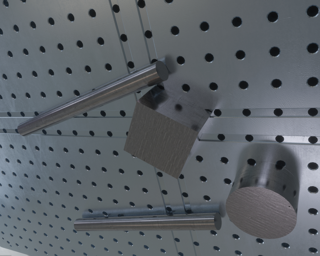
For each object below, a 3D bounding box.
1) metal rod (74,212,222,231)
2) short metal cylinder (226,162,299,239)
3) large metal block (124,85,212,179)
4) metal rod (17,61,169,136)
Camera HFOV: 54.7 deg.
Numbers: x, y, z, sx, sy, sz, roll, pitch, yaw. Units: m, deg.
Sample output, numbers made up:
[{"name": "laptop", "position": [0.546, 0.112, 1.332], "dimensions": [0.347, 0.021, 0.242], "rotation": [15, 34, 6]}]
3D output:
[{"name": "metal rod", "position": [-0.038, 0.164, 0.532], "dimensions": [0.300, 0.025, 0.025], "rotation": [-13, 112, 33]}, {"name": "short metal cylinder", "position": [0.127, 0.089, 0.383], "dimensions": [0.080, 0.050, 0.079], "rotation": [13, 124, 20]}, {"name": "large metal block", "position": [0.008, 0.005, 0.394], "dimensions": [0.080, 0.050, 0.079], "rotation": [27, 128, 11]}, {"name": "metal rod", "position": [-0.116, -0.033, 0.451], "dimensions": [0.300, 0.025, 0.025], "rotation": [-17, 110, 34]}]
